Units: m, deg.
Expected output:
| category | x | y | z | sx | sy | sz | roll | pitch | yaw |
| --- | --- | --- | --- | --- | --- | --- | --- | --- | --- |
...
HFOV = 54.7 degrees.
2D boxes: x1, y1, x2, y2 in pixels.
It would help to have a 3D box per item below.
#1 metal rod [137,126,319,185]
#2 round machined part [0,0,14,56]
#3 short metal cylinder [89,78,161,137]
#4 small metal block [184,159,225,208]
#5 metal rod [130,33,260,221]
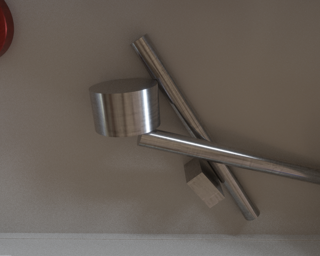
| category | x | y | z | sx | sy | sz | roll | pitch | yaw |
| --- | --- | --- | --- | --- | --- | --- | --- | --- | --- |
| metal rod | 0.119 | 0.043 | 0.408 | 0.302 | 0.025 | 0.025 | 13 | 110 | -14 |
| round machined part | -0.227 | -0.121 | 0.355 | 0.099 | 0.042 | 0.097 | 0 | 110 | -1 |
| short metal cylinder | -0.041 | -0.027 | 0.372 | 0.081 | 0.080 | 0.050 | -4 | 110 | 1 |
| small metal block | 0.060 | 0.073 | 0.426 | 0.025 | 0.050 | 0.050 | -38 | 106 | 13 |
| metal rod | 0.056 | 0.011 | 0.416 | 0.025 | 0.025 | 0.299 | -31 | 108 | 10 |
